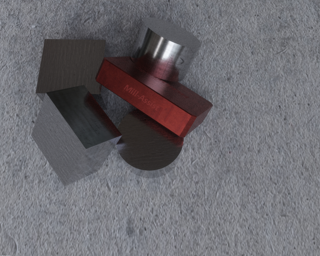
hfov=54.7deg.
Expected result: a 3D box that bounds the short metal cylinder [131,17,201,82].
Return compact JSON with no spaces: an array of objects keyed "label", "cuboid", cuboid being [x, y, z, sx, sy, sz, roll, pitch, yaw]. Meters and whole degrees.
[{"label":"short metal cylinder","cuboid":[0.007,-0.105,0.414,0.080,0.050,0.080,19,33,-12]}]

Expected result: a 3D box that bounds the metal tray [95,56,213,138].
[{"label":"metal tray","cuboid":[-0.004,-0.045,0.393,0.130,0.090,0.030,34,113,11]}]

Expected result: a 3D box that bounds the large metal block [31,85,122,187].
[{"label":"large metal block","cuboid":[-0.102,0.009,0.369,0.050,0.080,0.080,-22,68,-46]}]

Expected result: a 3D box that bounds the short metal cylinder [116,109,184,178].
[{"label":"short metal cylinder","cuboid":[-0.012,0.019,0.390,0.081,0.050,0.080,0,70,0]}]

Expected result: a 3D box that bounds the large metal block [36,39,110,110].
[{"label":"large metal block","cuboid":[-0.113,-0.071,0.419,0.080,0.050,0.080,1,70,0]}]
